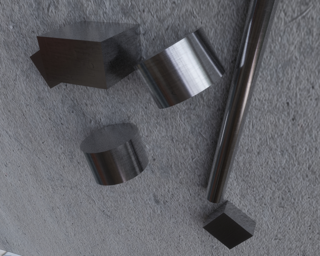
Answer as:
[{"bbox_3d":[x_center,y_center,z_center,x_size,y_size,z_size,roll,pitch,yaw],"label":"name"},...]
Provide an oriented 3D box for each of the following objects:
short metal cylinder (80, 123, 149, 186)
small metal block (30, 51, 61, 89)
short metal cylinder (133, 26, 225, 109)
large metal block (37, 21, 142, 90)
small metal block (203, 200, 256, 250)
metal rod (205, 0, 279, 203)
[{"bbox_3d":[-0.061,0.034,0.423,0.080,0.080,0.050,-3,117,29],"label":"short metal cylinder"},{"bbox_3d":[-0.141,-0.088,0.424,0.050,0.025,0.050,-18,109,35],"label":"small metal block"},{"bbox_3d":[0.020,-0.062,0.321,0.080,0.080,0.050,-21,107,35],"label":"short metal cylinder"},{"bbox_3d":[-0.076,-0.088,0.356,0.080,0.080,0.050,11,123,22],"label":"large metal block"},{"bbox_3d":[0.098,0.138,0.440,0.050,0.025,0.050,39,129,1],"label":"small metal block"},{"bbox_3d":[0.087,-0.029,0.341,0.025,0.025,0.298,18,126,17],"label":"metal rod"}]
